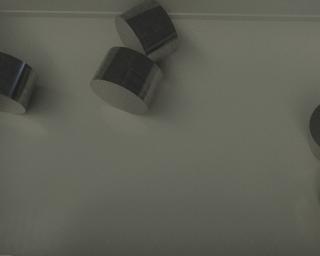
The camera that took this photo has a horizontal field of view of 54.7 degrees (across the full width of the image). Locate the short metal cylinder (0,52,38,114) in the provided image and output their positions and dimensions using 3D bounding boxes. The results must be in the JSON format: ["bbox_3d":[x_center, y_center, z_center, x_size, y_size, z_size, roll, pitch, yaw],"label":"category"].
[{"bbox_3d":[-0.206,-0.057,0.399,0.080,0.080,0.050,11,71,3],"label":"short metal cylinder"}]

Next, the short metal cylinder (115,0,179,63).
[{"bbox_3d":[-0.019,-0.128,0.427,0.050,0.080,0.080,-34,74,-12],"label":"short metal cylinder"}]

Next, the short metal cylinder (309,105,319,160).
[{"bbox_3d":[0.229,0.006,0.382,0.080,0.050,0.080,-10,64,20],"label":"short metal cylinder"}]

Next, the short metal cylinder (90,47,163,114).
[{"bbox_3d":[-0.043,-0.060,0.402,0.080,0.080,0.050,21,72,7],"label":"short metal cylinder"}]
